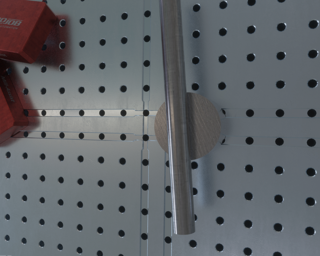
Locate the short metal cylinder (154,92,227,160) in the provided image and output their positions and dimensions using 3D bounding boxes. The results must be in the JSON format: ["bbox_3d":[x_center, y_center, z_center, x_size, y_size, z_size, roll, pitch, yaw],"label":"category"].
[{"bbox_3d":[0.039,-0.002,0.385,0.080,0.050,0.079,0,90,20],"label":"short metal cylinder"}]

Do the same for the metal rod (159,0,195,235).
[{"bbox_3d":[0.018,-0.032,0.353,0.025,0.025,0.298,-4,88,20],"label":"metal rod"}]

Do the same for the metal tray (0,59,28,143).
[{"bbox_3d":[-0.281,-0.042,0.509,0.090,0.030,0.130,-29,81,17],"label":"metal tray"}]

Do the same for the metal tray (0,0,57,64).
[{"bbox_3d":[-0.235,-0.153,0.476,0.130,0.030,0.090,13,73,19],"label":"metal tray"}]
